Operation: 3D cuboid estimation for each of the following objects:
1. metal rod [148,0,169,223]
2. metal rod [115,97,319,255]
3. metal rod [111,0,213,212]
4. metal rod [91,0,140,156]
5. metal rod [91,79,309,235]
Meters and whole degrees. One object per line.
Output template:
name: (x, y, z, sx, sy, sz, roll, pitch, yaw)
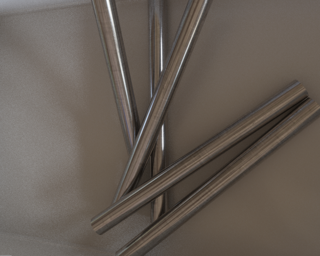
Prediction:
metal rod: (-0.002, -0.025, 0.411, 0.025, 0.025, 0.298, -1, 90, 20)
metal rod: (0.064, 0.072, 0.372, 0.300, 0.025, 0.025, -41, 77, 9)
metal rod: (-0.003, -0.020, 0.378, 0.025, 0.025, 0.298, 28, 108, 18)
metal rod: (-0.054, -0.096, 0.354, 0.025, 0.025, 0.298, 1, 120, 20)
metal rod: (0.040, 0.040, 0.376, 0.300, 0.025, 0.025, -35, 79, 9)
